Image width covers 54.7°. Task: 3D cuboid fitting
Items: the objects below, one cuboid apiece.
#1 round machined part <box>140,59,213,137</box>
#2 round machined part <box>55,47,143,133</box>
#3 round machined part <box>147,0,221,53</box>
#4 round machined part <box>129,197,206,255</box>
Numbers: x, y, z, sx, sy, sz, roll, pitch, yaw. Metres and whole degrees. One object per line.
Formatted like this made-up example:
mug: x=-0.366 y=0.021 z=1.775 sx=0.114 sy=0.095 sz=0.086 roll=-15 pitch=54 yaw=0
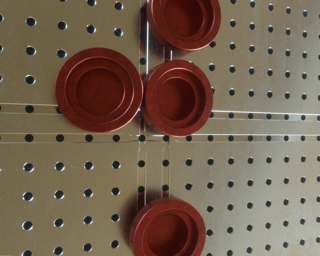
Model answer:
round machined part: x=0.018 y=-0.038 z=0.408 sx=0.099 sy=0.042 sz=0.097 roll=-1 pitch=91 yaw=-25
round machined part: x=-0.071 y=-0.043 z=0.371 sx=0.099 sy=0.042 sz=0.097 roll=0 pitch=90 yaw=-9
round machined part: x=0.029 y=-0.149 z=0.415 sx=0.099 sy=0.042 sz=0.097 roll=0 pitch=90 yaw=-21
round machined part: x=0.007 y=0.139 z=0.408 sx=0.099 sy=0.042 sz=0.097 roll=0 pitch=90 yaw=-21
